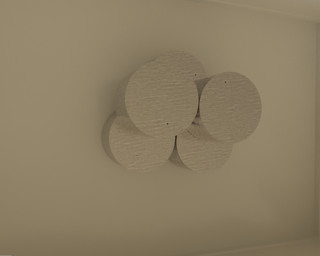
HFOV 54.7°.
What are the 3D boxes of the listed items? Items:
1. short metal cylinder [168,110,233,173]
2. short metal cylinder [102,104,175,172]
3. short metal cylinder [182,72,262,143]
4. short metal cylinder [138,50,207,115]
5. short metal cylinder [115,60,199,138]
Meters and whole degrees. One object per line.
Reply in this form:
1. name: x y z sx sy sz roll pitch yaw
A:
1. short metal cylinder: 0.049 0.017 0.413 0.081 0.050 0.080 0 90 -20
2. short metal cylinder: -0.028 0.012 0.385 0.081 0.050 0.080 0 90 -20
3. short metal cylinder: 0.071 -0.023 0.367 0.081 0.050 0.080 0 90 -20
4. short metal cylinder: 0.014 -0.055 0.401 0.081 0.050 0.080 0 90 -20
5. short metal cylinder: -0.005 -0.030 0.340 0.081 0.050 0.080 0 90 -20
